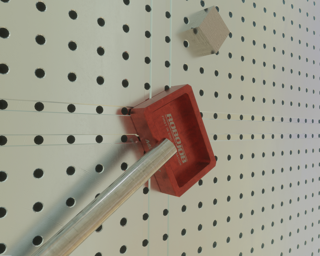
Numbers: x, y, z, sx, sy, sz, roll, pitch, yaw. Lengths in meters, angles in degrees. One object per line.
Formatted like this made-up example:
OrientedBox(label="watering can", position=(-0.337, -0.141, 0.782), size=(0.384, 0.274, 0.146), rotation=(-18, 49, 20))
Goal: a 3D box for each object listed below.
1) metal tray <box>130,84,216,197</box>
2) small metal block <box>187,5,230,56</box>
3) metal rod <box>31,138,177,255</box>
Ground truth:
OrientedBox(label="metal tray", position=(0.023, 0.016, 0.424), size=(0.091, 0.030, 0.129), rotation=(-33, 110, -35))
OrientedBox(label="small metal block", position=(0.075, -0.147, 0.471), size=(0.050, 0.025, 0.050), rotation=(48, 62, -30))
OrientedBox(label="metal rod", position=(-0.091, 0.111, 0.312), size=(0.301, 0.025, 0.025), rotation=(-41, 115, -25))
